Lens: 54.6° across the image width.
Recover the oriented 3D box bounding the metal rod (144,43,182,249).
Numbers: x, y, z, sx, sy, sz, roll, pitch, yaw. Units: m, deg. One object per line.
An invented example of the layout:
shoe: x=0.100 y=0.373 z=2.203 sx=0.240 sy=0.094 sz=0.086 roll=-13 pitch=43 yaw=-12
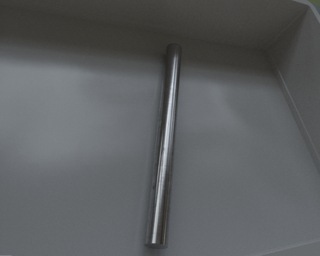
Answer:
metal rod: x=0.009 y=0.000 z=0.407 sx=0.025 sy=0.025 sz=0.300 roll=18 pitch=55 yaw=-18
